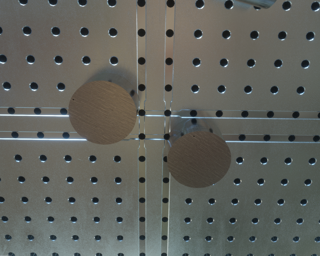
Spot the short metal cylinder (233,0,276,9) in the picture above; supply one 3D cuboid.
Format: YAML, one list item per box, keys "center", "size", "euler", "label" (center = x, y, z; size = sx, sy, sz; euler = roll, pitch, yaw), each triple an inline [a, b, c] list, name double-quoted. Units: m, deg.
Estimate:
- center: [0.101, -0.172, 0.322]
  size: [0.050, 0.080, 0.079]
  euler: [13, 110, -5]
  label: "short metal cylinder"

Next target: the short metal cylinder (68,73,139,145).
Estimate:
- center: [-0.068, -0.025, 0.390]
  size: [0.081, 0.050, 0.079]
  euler: [0, 110, -1]
  label: "short metal cylinder"

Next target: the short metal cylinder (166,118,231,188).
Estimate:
- center: [0.049, 0.032, 0.413]
  size: [0.081, 0.050, 0.079]
  euler: [0, 110, -1]
  label: "short metal cylinder"
